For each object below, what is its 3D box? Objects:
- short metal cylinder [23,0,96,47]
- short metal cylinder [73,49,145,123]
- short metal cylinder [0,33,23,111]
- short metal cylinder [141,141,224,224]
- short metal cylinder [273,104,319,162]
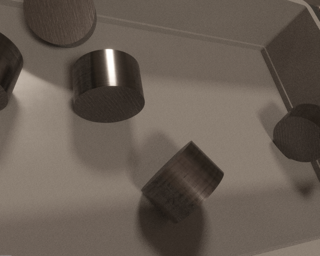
[{"bbox_3d":[-0.121,-0.143,0.386,0.081,0.050,0.079,-2,100,-9],"label":"short metal cylinder"},{"bbox_3d":[-0.061,-0.047,0.367,0.081,0.080,0.050,4,60,-27],"label":"short metal cylinder"},{"bbox_3d":[-0.185,-0.058,0.306,0.081,0.080,0.050,17,55,-19],"label":"short metal cylinder"},{"bbox_3d":[0.025,0.060,0.349,0.050,0.080,0.080,45,51,3],"label":"short metal cylinder"},{"bbox_3d":[0.230,0.007,0.493,0.050,0.080,0.080,-34,81,-38],"label":"short metal cylinder"}]
